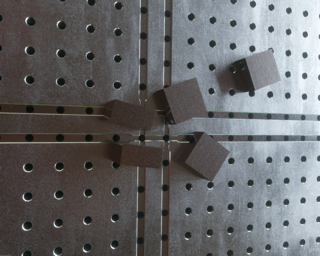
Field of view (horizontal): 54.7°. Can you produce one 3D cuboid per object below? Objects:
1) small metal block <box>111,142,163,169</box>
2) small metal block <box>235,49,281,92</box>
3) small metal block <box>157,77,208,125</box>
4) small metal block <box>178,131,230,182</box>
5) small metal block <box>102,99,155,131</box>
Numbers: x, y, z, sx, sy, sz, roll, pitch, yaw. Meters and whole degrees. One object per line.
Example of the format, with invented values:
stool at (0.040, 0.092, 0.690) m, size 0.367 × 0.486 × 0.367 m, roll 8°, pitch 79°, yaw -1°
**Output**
small metal block at (-0.030, 0.033, 0.389) m, size 0.050 × 0.050 × 0.025 m, roll 8°, pitch 88°, yaw -20°
small metal block at (0.149, -0.087, 0.469) m, size 0.050 × 0.025 × 0.050 m, roll -22°, pitch 98°, yaw -19°
small metal block at (0.031, -0.037, 0.425) m, size 0.050 × 0.025 × 0.050 m, roll -22°, pitch 98°, yaw -19°
small metal block at (0.062, 0.040, 0.437) m, size 0.050 × 0.025 × 0.050 m, roll 37°, pitch 78°, yaw -17°
small metal block at (-0.040, -0.015, 0.385) m, size 0.050 × 0.050 × 0.025 m, roll 15°, pitch 85°, yaw -20°
